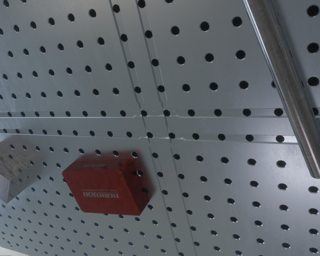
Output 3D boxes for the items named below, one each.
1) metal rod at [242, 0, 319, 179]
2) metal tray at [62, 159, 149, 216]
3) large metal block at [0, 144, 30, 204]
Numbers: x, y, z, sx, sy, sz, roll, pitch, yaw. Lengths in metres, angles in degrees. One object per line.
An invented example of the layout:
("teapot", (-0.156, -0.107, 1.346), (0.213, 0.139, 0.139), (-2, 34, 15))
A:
("metal rod", (0.113, -0.077, 0.303), (0.025, 0.025, 0.299), (-17, 110, 34))
("metal tray", (-0.093, 0.100, 0.519), (0.130, 0.030, 0.090), (-6, 116, 31))
("large metal block", (-0.313, 0.091, 0.617), (0.080, 0.050, 0.079), (34, 129, 5))
